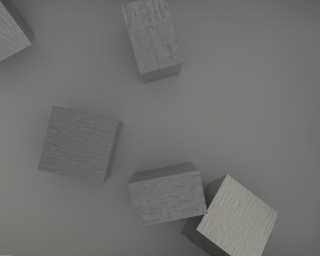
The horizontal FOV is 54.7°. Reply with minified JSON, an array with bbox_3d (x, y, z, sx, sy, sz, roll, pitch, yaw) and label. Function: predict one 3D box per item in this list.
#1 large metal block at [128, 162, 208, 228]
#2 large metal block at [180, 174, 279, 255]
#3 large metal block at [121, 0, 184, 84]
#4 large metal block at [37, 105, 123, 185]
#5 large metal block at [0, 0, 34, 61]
[{"bbox_3d":[0.009,0.079,0.384,0.080,0.080,0.050,-11,90,0],"label":"large metal block"},{"bbox_3d":[0.086,0.118,0.384,0.080,0.050,0.080,37,61,-1],"label":"large metal block"},{"bbox_3d":[-0.009,-0.105,0.384,0.050,0.080,0.080,-16,90,0],"label":"large metal block"},{"bbox_3d":[-0.099,0.021,0.398,0.080,0.050,0.080,13,90,-1],"label":"large metal block"},{"bbox_3d":[-0.215,-0.125,0.378,0.080,0.050,0.080,-29,125,0],"label":"large metal block"}]
